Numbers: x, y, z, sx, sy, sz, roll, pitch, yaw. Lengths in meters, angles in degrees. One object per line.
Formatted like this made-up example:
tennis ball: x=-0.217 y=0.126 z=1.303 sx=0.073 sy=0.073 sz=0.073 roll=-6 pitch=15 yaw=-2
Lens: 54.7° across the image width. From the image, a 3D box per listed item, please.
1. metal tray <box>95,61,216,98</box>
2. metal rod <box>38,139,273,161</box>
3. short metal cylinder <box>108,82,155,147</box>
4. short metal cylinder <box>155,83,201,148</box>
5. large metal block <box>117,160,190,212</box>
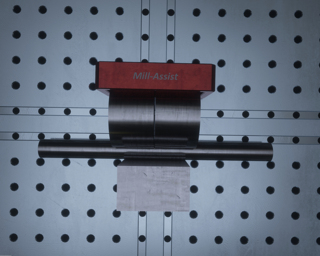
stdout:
metal tray: x=-0.005 y=-0.056 z=0.377 sx=0.131 sy=0.090 sz=0.030 roll=1 pitch=90 yaw=0
metal rod: x=-0.005 y=0.029 z=0.409 sx=0.302 sy=0.025 sz=0.025 roll=1 pitch=90 yaw=0
short metal cylinder: x=-0.032 y=-0.016 z=0.383 sx=0.050 sy=0.080 sz=0.079 roll=1 pitch=90 yaw=0
short metal cylinder: x=0.020 y=-0.016 z=0.383 sx=0.050 sy=0.080 sz=0.079 roll=2 pitch=90 yaw=0
large metal block: x=-0.007 y=0.067 z=0.382 sx=0.081 sy=0.080 sz=0.050 roll=1 pitch=90 yaw=0
